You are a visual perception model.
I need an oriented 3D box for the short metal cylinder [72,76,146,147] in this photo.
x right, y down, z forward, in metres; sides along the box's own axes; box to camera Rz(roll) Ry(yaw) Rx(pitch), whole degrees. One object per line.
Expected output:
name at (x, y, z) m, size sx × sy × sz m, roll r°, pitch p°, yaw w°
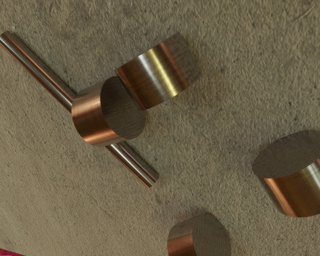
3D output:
short metal cylinder at (-0.063, -0.020, 0.392) m, size 0.050 × 0.080 × 0.080 m, roll -15°, pitch 110°, yaw 34°

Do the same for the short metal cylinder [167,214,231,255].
short metal cylinder at (0.057, 0.171, 0.447) m, size 0.050 × 0.080 × 0.080 m, roll -34°, pitch 99°, yaw 38°

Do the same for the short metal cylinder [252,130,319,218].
short metal cylinder at (0.145, 0.046, 0.323) m, size 0.080 × 0.080 × 0.050 m, roll -25°, pitch 105°, yaw 37°

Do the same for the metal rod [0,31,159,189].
metal rod at (-0.116, -0.024, 0.452) m, size 0.300 × 0.025 × 0.025 m, roll 45°, pitch 129°, yaw -4°

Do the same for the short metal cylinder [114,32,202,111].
short metal cylinder at (-0.002, -0.061, 0.335) m, size 0.080 × 0.080 × 0.050 m, roll -21°, pitch 107°, yaw 36°
